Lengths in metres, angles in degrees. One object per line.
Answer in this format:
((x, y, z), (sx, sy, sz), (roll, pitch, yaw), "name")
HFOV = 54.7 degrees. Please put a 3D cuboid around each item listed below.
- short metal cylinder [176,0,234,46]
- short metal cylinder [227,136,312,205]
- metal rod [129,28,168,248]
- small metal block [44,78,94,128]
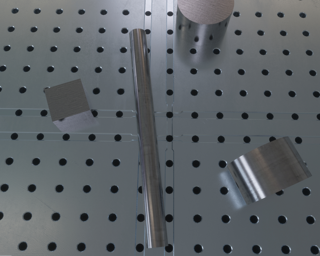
((0.065, -0.171, 0.462), (0.081, 0.050, 0.080), (0, 70, 0), "short metal cylinder")
((0.127, 0.051, 0.365), (0.080, 0.080, 0.050), (-22, 72, -8), "short metal cylinder")
((-0.018, -0.001, 0.411), (0.025, 0.025, 0.299), (-5, 70, -2), "metal rod")
((-0.124, -0.034, 0.423), (0.050, 0.025, 0.050), (-18, 71, -7), "small metal block")
